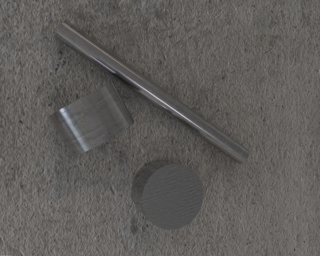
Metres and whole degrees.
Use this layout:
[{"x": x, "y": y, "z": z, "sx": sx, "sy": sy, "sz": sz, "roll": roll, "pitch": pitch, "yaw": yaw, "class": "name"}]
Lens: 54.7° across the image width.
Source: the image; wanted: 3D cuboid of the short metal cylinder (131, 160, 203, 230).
[{"x": 0.008, "y": 0.083, "z": 0.399, "sx": 0.081, "sy": 0.050, "sz": 0.080, "roll": 0, "pitch": 90, "yaw": -20, "class": "short metal cylinder"}]

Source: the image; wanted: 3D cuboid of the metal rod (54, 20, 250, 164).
[{"x": 0.002, "y": -0.038, "z": 0.409, "sx": 0.301, "sy": 0.025, "sz": 0.025, "roll": 34, "pitch": 79, "yaw": -17, "class": "metal rod"}]

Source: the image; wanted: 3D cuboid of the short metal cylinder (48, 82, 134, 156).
[{"x": -0.077, "y": -0.011, "z": 0.352, "sx": 0.080, "sy": 0.080, "sz": 0.050, "roll": -31, "pitch": 101, "yaw": -17, "class": "short metal cylinder"}]
